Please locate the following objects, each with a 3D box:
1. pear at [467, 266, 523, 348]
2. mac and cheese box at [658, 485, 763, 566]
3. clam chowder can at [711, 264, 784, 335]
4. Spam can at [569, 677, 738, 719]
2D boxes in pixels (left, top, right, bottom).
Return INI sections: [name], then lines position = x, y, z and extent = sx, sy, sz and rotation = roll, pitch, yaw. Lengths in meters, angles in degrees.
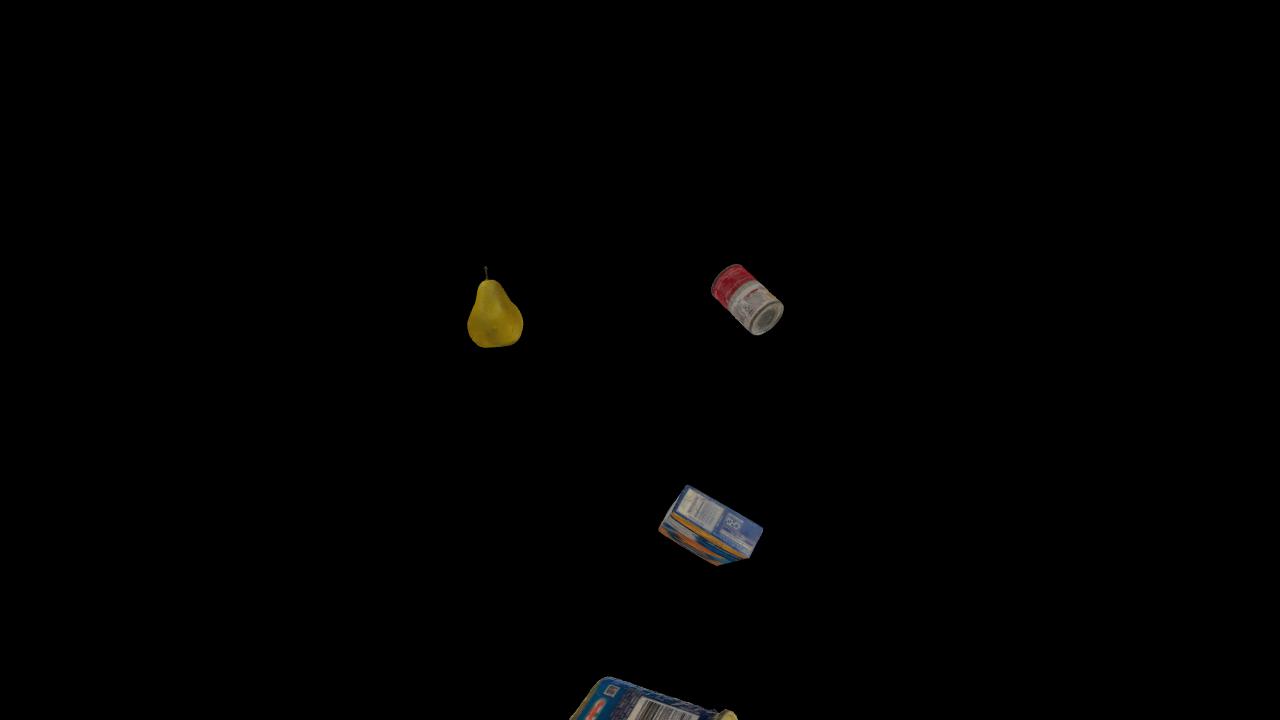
[pear]
position = -0.206, -0.073, 0.860
extent = 0.080, 0.111, 0.080
rotation = -6, 0, 0
[mac and cheese box]
position = 0.075, 0.197, 0.714
extent = 0.093, 0.041, 0.184
rotation = 28, -20, 8
[clam chowder can]
position = 0.169, -0.095, 0.971
extent = 0.068, 0.068, 0.102
rotation = 0, 41, -44
[Spam can]
position = 0.013, 0.238, 0.350
extent = 0.085, 0.101, 0.058
rotation = -1, 25, 34
